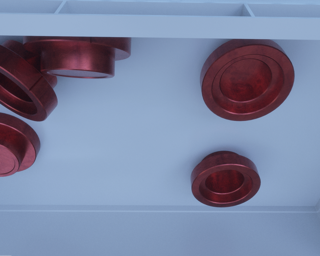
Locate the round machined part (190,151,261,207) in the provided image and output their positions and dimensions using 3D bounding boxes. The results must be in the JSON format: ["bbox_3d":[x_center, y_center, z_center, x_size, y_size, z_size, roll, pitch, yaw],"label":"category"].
[{"bbox_3d":[0.094,0.072,0.460,0.099,0.042,0.097,0,130,0],"label":"round machined part"}]

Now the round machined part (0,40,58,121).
[{"bbox_3d":[-0.151,-0.054,0.332,0.098,0.042,0.098,22,151,14],"label":"round machined part"}]

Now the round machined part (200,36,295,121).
[{"bbox_3d":[0.094,-0.058,0.349,0.099,0.042,0.097,0,130,0],"label":"round machined part"}]

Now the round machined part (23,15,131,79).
[{"bbox_3d":[-0.077,-0.072,0.297,0.099,0.098,0.042,2,93,-2],"label":"round machined part"}]

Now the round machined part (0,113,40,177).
[{"bbox_3d":[-0.219,0.029,0.420,0.099,0.042,0.097,0,130,0],"label":"round machined part"}]
